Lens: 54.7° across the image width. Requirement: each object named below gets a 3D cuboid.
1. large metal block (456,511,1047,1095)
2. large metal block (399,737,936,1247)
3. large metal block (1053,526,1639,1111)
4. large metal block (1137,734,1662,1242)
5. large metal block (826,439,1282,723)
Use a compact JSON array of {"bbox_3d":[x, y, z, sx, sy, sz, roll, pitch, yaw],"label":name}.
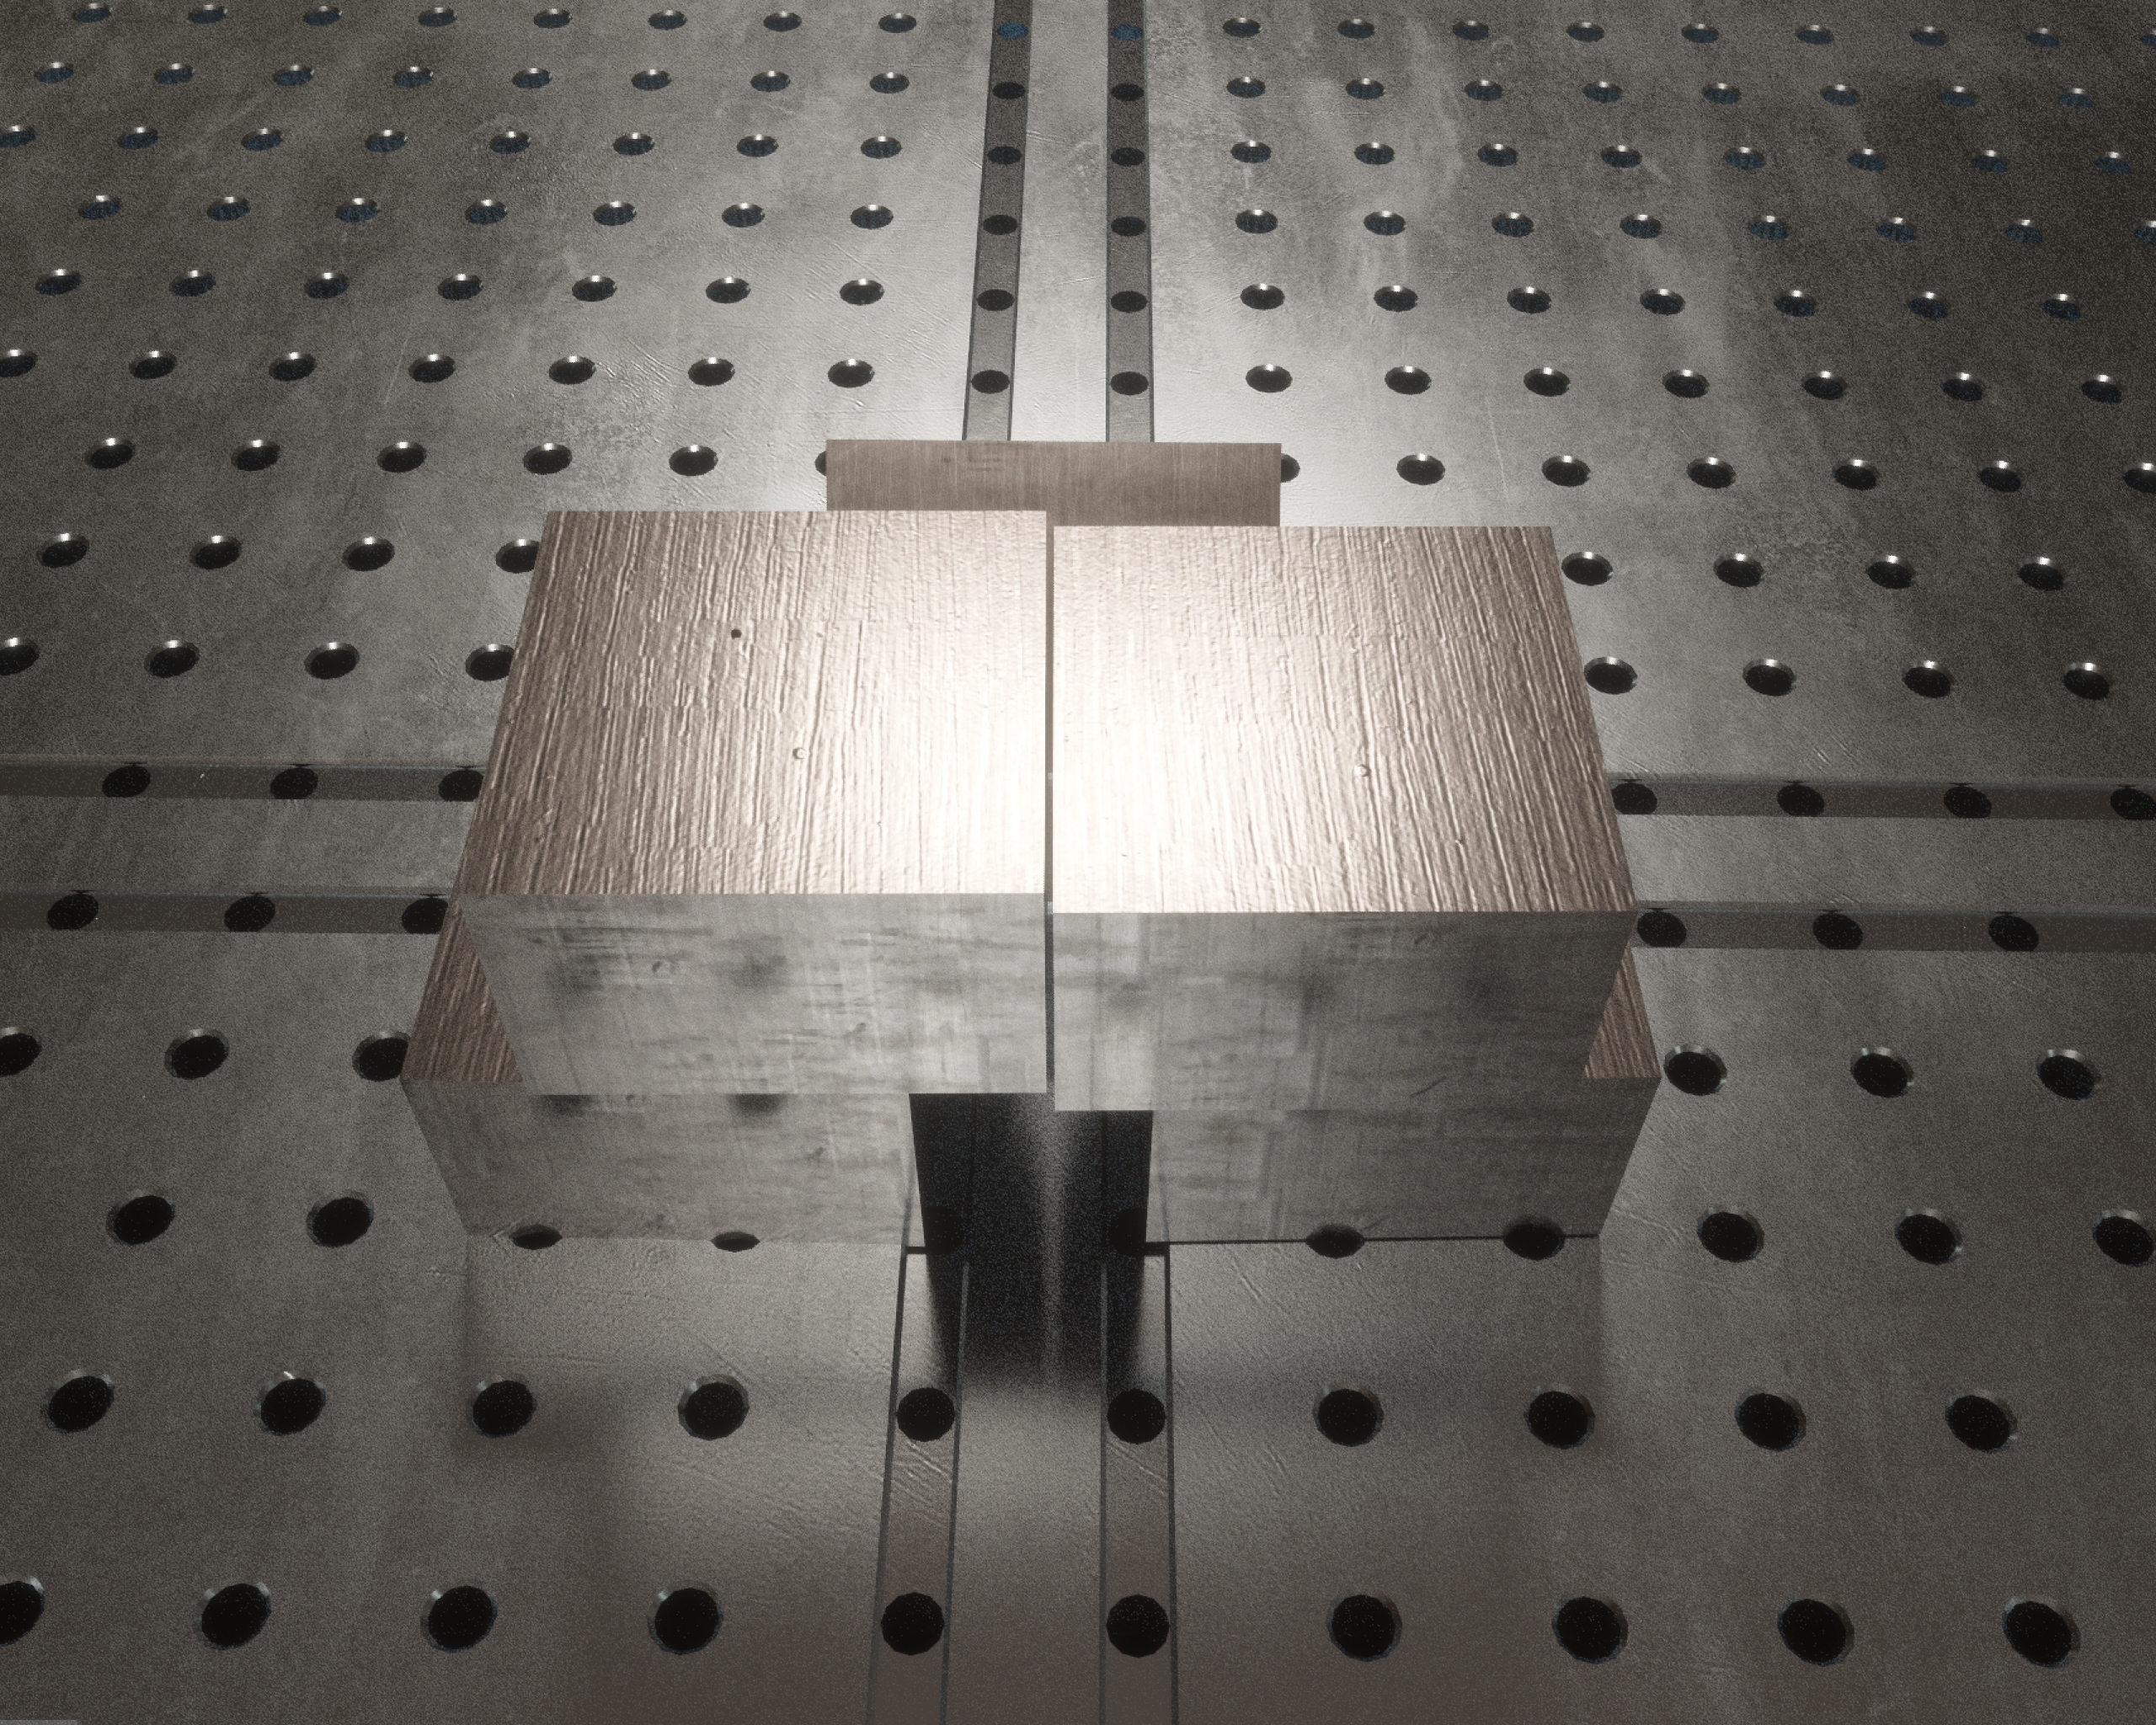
[{"bbox_3d":[-0.045,-0.010,0.331,0.081,0.050,0.080,0,50,-1],"label":"large metal block"},{"bbox_3d":[-0.066,0.020,0.374,0.081,0.050,0.080,1,50,0],"label":"large metal block"},{"bbox_3d":[0.037,-0.008,0.331,0.081,0.050,0.080,0,50,-1],"label":"large metal block"},{"bbox_3d":[0.052,0.020,0.375,0.081,0.050,0.080,-1,50,-1],"label":"large metal block"},{"bbox_3d":[-0.004,-0.056,0.411,0.081,0.050,0.080,0,8,0],"label":"large metal block"}]
